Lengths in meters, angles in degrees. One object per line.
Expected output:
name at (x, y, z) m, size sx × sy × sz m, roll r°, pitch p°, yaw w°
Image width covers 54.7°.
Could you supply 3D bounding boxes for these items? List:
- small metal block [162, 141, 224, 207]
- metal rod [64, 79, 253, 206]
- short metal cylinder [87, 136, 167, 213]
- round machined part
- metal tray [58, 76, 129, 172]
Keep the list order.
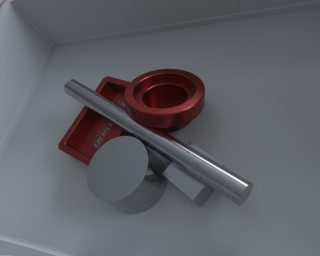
small metal block at (0.040, 0.051, 0.350) m, size 0.050 × 0.025 × 0.050 m, roll -49°, pitch 52°, yaw -7°
metal rod at (-0.025, 0.001, 0.378) m, size 0.300 × 0.025 × 0.025 m, roll 30°, pitch 78°, yaw 35°
short metal cylinder at (-0.039, 0.056, 0.371) m, size 0.080 × 0.050 × 0.080 m, roll -13°, pitch 56°, yaw 20°
round machined part at (0.007, -0.032, 0.391) m, size 0.099 × 0.042 × 0.098 m, roll -4°, pitch 41°, yaw 4°
metal tray at (-0.075, -0.007, 0.441) m, size 0.090 × 0.030 × 0.130 m, roll 20°, pitch 72°, yaw 35°
